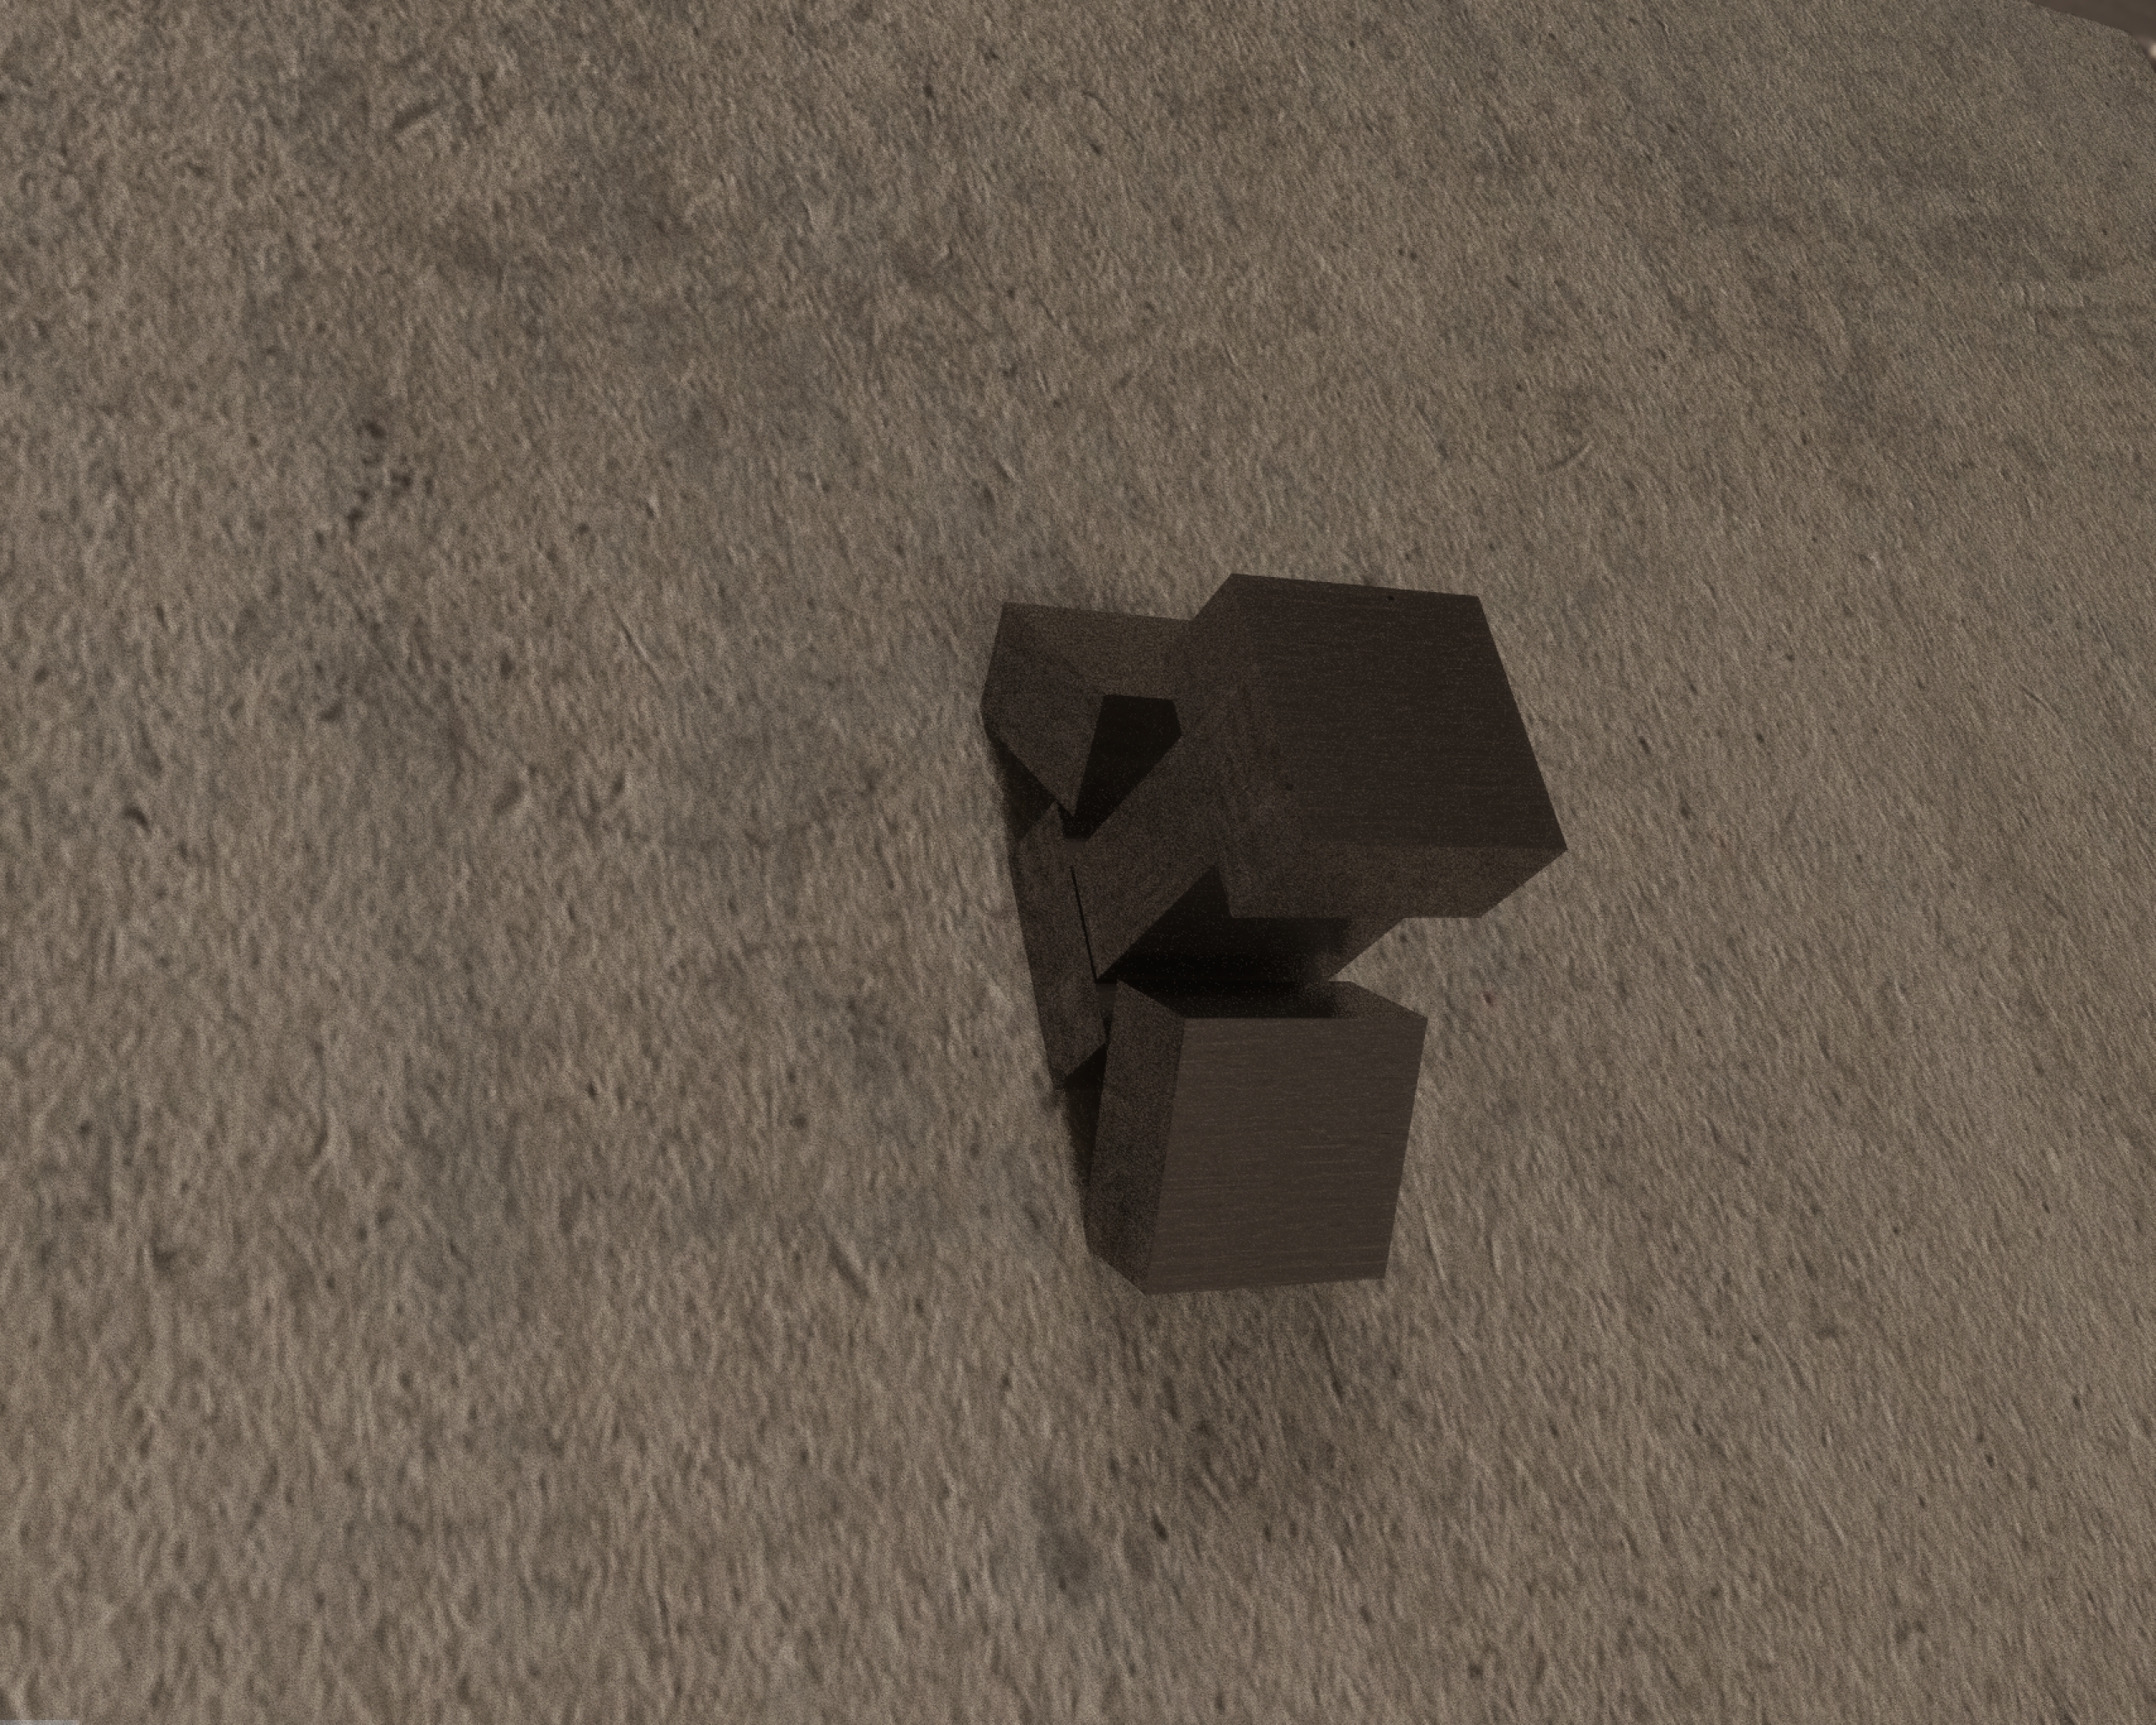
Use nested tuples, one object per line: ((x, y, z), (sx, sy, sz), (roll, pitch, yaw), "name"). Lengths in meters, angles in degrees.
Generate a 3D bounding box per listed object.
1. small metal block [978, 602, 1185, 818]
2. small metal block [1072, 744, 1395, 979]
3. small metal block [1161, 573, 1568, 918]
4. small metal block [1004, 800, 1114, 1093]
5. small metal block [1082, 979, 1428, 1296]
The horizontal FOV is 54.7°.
((0.015, -0.030, 0.417), (0.050, 0.025, 0.050), (2, 25, -27), "small metal block")
((0.034, -0.001, 0.377), (0.050, 0.050, 0.025), (2, 61, -28), "small metal block")
((0.047, -0.019, 0.347), (0.050, 0.025, 0.050), (1, 61, -28), "small metal block")
((0.018, 0.017, 0.407), (0.050, 0.025, 0.050), (2, 61, -27), "small metal block")
((0.032, 0.049, 0.378), (0.050, 0.025, 0.050), (2, 101, -28), "small metal block")
